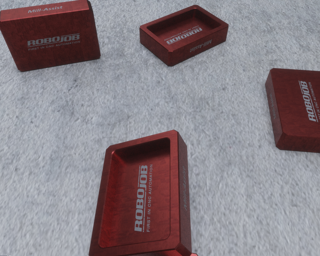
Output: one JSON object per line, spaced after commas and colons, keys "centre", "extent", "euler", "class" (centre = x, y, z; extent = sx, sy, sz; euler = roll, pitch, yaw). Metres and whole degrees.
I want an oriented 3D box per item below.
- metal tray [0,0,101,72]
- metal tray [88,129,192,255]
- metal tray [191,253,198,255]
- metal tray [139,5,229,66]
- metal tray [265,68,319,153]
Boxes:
{"centre": [-0.164, -0.141, 0.477], "extent": [0.131, 0.089, 0.030], "euler": [-13, 52, -11], "class": "metal tray"}
{"centre": [-0.017, 0.069, 0.319], "extent": [0.090, 0.030, 0.130], "euler": [-14, 47, 18], "class": "metal tray"}
{"centre": [0.031, 0.182, 0.248], "extent": [0.091, 0.030, 0.130], "euler": [-28, 56, -22], "class": "metal tray"}
{"centre": [0.042, -0.164, 0.538], "extent": [0.131, 0.030, 0.090], "euler": [-29, 56, -23], "class": "metal tray"}
{"centre": [0.201, -0.027, 0.426], "extent": [0.091, 0.030, 0.130], "euler": [5, 50, 3], "class": "metal tray"}
